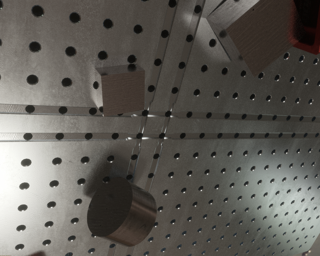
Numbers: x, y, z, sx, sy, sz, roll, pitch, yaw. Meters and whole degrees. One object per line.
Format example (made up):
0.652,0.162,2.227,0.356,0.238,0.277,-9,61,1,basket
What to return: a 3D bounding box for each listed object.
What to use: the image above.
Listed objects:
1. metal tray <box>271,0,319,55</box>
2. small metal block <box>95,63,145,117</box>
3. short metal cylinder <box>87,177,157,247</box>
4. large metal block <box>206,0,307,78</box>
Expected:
0.171,-0.162,0.364,0.030,0.090,0.129,-22,127,-15,metal tray
-0.046,-0.045,0.360,0.050,0.025,0.050,-12,124,-23,small metal block
-0.052,0.113,0.419,0.080,0.080,0.050,-46,130,4,short metal cylinder
0.117,-0.124,0.377,0.080,0.050,0.080,-40,127,7,large metal block
